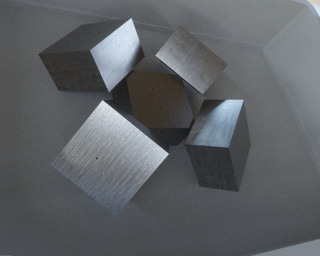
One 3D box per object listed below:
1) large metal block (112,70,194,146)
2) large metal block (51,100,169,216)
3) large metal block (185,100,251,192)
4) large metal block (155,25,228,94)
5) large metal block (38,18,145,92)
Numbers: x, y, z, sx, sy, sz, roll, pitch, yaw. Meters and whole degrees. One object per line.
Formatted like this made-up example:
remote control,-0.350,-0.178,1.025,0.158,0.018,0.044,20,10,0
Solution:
large metal block,-0.010,-0.024,0.395,0.081,0.050,0.080,1,62,-28
large metal block,-0.047,0.027,0.319,0.080,0.050,0.080,39,95,-2
large metal block,0.077,0.021,0.388,0.080,0.050,0.080,-62,144,-39
large metal block,0.044,-0.093,0.441,0.080,0.050,0.080,39,8,-1
large metal block,-0.078,-0.086,0.368,0.080,0.080,0.050,-54,137,-39
